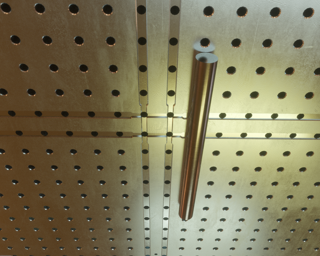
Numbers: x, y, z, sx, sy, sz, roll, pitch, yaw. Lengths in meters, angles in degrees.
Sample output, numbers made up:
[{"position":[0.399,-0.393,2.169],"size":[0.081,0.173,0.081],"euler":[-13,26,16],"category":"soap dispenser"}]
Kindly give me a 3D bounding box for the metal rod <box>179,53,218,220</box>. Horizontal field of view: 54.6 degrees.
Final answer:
[{"position":[0.048,0.035,0.441],"size":[0.025,0.025,0.298],"euler":[1,130,-1],"category":"metal rod"}]
